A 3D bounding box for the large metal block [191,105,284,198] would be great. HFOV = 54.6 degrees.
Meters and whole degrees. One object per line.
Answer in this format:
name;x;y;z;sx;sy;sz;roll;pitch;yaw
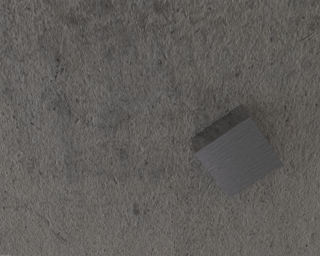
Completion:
large metal block;0.099;0.030;0.408;0.080;0.050;0.080;-35;107;12
